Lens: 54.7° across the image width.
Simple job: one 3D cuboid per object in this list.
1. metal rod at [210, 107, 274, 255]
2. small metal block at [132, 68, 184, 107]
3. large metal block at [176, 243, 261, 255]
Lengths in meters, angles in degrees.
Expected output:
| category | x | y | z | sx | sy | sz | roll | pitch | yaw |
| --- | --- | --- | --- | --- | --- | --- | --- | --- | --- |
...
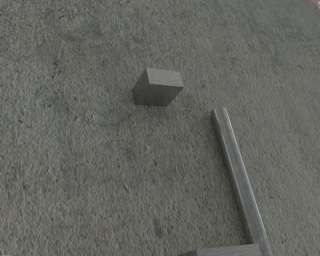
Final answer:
| category | x | y | z | sx | sy | sz | roll | pitch | yaw |
| --- | --- | --- | --- | --- | --- | --- | --- | --- | --- |
| metal rod | 0.115 | 0.106 | 0.403 | 0.025 | 0.025 | 0.299 | 3 | 60 | -27 |
| small metal block | -0.004 | -0.054 | 0.420 | 0.050 | 0.050 | 0.025 | 1 | 61 | -28 |
| large metal block | 0.066 | 0.169 | 0.322 | 0.081 | 0.050 | 0.080 | 6 | 59 | -26 |
